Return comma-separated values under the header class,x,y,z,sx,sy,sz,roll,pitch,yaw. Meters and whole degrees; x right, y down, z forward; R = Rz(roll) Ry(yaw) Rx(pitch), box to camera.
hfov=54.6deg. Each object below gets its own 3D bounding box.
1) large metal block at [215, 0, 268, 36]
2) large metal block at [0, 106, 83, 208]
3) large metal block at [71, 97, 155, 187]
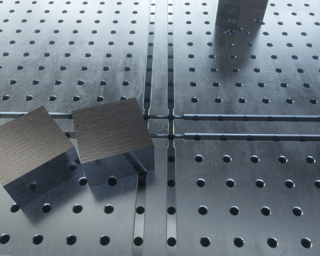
class,x,y,z,sx,sy,sz,roll,pitch,yaw
large metal block,0.152,-0.229,0.565,0.080,0.080,0.050,-32,57,-24
large metal block,-0.151,0.031,0.365,0.080,0.050,0.080,-32,57,-24
large metal block,-0.057,0.015,0.379,0.081,0.050,0.080,-14,51,-11
